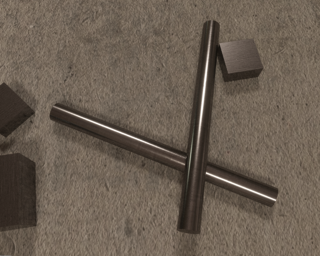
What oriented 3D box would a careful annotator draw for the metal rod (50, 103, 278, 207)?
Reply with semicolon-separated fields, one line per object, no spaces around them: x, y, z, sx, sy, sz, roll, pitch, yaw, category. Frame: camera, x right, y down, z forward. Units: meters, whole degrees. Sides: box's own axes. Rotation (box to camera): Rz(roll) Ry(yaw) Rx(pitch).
-0.001;0.032;0.396;0.301;0.025;0.025;21;71;7;metal rod

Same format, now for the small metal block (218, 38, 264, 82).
0.114;-0.097;0.445;0.050;0.025;0.050;-9;70;-4;small metal block

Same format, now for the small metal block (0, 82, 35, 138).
-0.208;-0.024;0.414;0.050;0.025;0.050;41;75;13;small metal block

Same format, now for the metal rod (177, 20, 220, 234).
0.054;-0.021;0.397;0.025;0.025;0.299;9;63;3;metal rod

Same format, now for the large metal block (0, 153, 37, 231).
-0.196;0.079;0.363;0.081;0.050;0.080;-8;70;-3;large metal block
